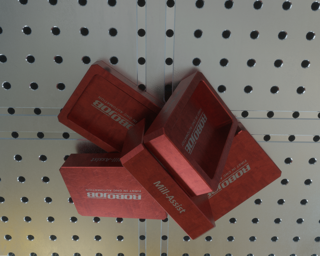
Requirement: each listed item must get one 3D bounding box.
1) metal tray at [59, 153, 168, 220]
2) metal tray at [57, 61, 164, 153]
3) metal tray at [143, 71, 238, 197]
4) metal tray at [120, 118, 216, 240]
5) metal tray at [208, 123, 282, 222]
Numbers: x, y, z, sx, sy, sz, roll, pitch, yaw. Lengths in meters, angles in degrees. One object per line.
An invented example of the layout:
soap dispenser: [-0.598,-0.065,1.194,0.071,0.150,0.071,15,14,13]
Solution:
metal tray: [-0.057,0.078,0.413,0.130,0.030,0.089,-2,122,16]
metal tray: [-0.052,-0.014,0.405,0.130,0.030,0.090,34,106,-12]
metal tray: [0.043,0.002,0.359,0.030,0.130,0.090,-27,111,39]
metal tray: [0.010,0.057,0.367,0.030,0.090,0.130,-37,107,12]
metal tray: [0.089,0.066,0.435,0.130,0.030,0.090,-39,106,13]
